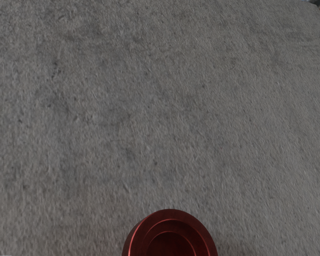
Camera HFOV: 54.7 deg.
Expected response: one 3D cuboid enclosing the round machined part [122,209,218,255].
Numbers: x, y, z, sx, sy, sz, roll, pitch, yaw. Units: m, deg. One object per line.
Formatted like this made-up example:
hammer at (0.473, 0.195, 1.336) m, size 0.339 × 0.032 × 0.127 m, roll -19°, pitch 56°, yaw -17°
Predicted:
round machined part at (0.007, 0.136, 0.315) m, size 0.099 × 0.042 × 0.098 m, roll 14°, pitch 56°, yaw -21°
